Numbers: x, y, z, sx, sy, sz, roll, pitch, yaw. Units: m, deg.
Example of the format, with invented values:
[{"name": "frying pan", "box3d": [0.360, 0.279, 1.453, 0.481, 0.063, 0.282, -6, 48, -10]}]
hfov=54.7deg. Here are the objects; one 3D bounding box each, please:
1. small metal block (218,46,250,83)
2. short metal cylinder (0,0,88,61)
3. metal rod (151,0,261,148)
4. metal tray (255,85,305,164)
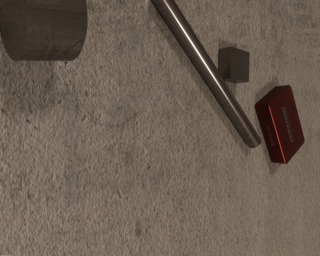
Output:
[{"name": "small metal block", "box3d": [0.122, -0.102, 0.509, 0.050, 0.025, 0.050, 2, 89, -40]}, {"name": "short metal cylinder", "box3d": [-0.108, -0.101, 0.279, 0.050, 0.080, 0.079, -10, 97, -40]}, {"name": "metal rod", "box3d": [0.083, -0.075, 0.476, 0.300, 0.025, 0.025, 50, 60, -29]}, {"name": "metal tray", "box3d": [0.236, -0.007, 0.603, 0.091, 0.030, 0.129, -36, 112, -34]}]
